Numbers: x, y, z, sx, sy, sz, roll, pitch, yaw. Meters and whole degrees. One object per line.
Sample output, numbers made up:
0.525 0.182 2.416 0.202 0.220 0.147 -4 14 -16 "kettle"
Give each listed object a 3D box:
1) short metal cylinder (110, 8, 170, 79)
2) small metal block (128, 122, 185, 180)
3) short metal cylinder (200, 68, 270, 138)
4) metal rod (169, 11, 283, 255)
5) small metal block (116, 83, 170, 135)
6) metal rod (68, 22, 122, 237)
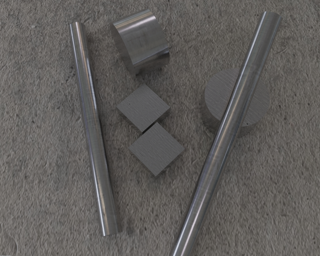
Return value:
-0.028 -0.114 0.420 0.050 0.080 0.080 -26 72 -9 "short metal cylinder"
-0.004 0.029 0.397 0.050 0.025 0.050 -42 76 -14 "small metal block"
0.096 -0.031 0.407 0.081 0.050 0.080 0 70 0 "short metal cylinder"
0.076 0.011 0.357 0.025 0.025 0.299 21 89 7 "metal rod"
-0.022 -0.023 0.416 0.050 0.025 0.050 -42 76 -14 "small metal block"
-0.090 -0.012 0.411 0.025 0.025 0.299 -12 70 -5 "metal rod"
